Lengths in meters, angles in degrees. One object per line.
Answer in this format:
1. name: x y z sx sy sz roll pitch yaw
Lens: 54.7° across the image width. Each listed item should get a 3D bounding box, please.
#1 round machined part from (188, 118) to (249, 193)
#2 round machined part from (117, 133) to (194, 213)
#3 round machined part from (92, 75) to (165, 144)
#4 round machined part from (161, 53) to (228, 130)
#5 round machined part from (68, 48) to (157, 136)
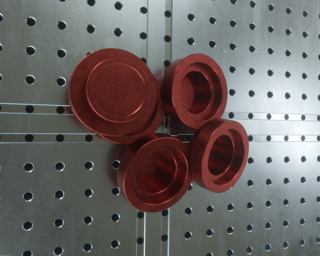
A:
1. round machined part: 0.074 0.034 0.420 0.099 0.042 0.097 -12 108 -39
2. round machined part: -0.009 0.053 0.392 0.099 0.042 0.097 -9 109 -28
3. round machined part: -0.046 -0.029 0.387 0.099 0.042 0.097 0 90 -21
4. round machined part: 0.041 -0.046 0.410 0.099 0.042 0.097 -1 92 -37
5. round machined part: -0.049 -0.040 0.341 0.099 0.042 0.097 0 90 -21
